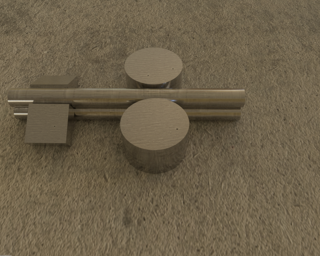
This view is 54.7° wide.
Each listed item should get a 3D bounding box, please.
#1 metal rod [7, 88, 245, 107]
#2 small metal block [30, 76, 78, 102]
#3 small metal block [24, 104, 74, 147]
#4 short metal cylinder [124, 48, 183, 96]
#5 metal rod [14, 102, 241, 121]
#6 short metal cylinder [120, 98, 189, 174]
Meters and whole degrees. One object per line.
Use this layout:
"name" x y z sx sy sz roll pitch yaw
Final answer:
"metal rod" -0.042 -0.040 0.405 0.302 0.025 0.025 0 50 0
"small metal block" -0.147 -0.056 0.438 0.050 0.025 0.050 0 23 0
"small metal block" -0.139 -0.003 0.393 0.050 0.025 0.050 1 77 0
"short metal cylinder" -0.009 -0.072 0.448 0.081 0.050 0.080 0 50 0
"metal rod" -0.043 -0.023 0.424 0.302 0.025 0.025 0 50 0
"short metal cylinder" -0.006 0.009 0.380 0.081 0.050 0.080 0 50 0
